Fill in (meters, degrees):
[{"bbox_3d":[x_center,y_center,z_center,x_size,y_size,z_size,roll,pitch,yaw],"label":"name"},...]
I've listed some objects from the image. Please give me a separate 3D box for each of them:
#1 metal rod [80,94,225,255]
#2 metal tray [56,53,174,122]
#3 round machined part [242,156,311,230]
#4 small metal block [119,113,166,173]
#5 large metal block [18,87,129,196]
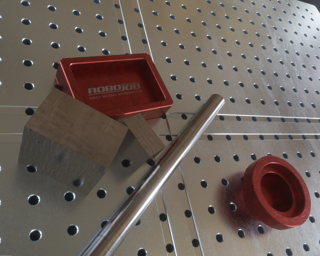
[{"bbox_3d":[0.011,0.044,0.388,0.025,0.025,0.301,42,51,0],"label":"metal rod"},{"bbox_3d":[-0.057,-0.051,0.406,0.131,0.030,0.090,-13,69,-34],"label":"metal tray"},{"bbox_3d":[0.154,0.091,0.427,0.099,0.042,0.098,14,56,-21],"label":"round machined part"},{"bbox_3d":[-0.027,0.018,0.367,0.025,0.050,0.050,-30,79,-38],"label":"small metal block"},{"bbox_3d":[-0.090,0.018,0.315,0.080,0.080,0.050,29,52,-10],"label":"large metal block"}]
